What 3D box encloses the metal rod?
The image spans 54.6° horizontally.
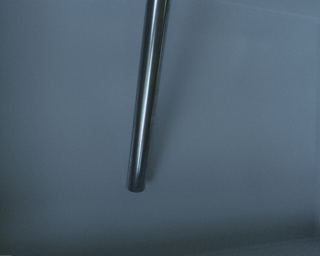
[{"bbox_3d":[-0.011,-0.059,0.341,0.025,0.025,0.298,-1,116,-20],"label":"metal rod"}]
